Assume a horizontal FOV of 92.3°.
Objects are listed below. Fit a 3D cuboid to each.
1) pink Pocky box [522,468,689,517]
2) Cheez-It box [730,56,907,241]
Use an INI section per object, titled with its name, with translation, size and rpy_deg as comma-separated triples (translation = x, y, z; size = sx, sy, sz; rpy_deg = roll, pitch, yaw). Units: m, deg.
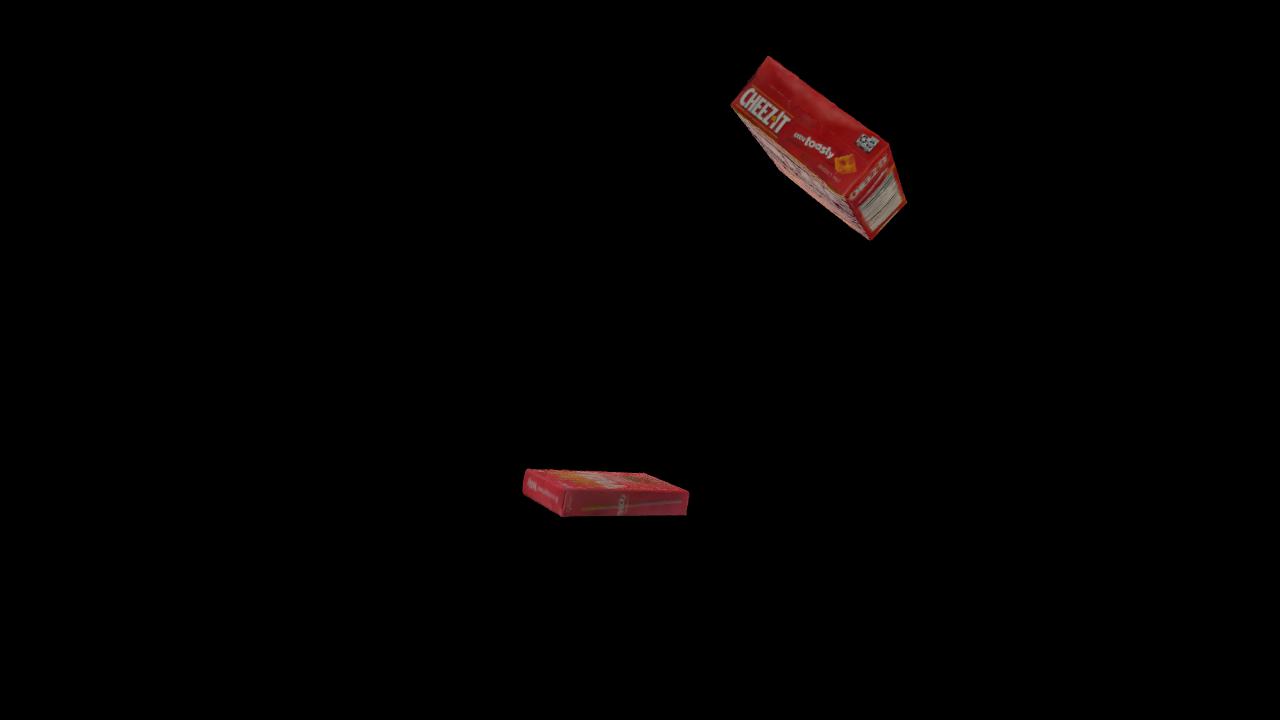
[pink Pocky box]
translation = -0.033, 0.136, 0.630
size = 0.155, 0.029, 0.084
rpy_deg = 10, -1, -36
[Cheez-It box]
translation = 0.213, -0.231, 0.706
size = 0.166, 0.071, 0.223
rpy_deg = 46, 17, 20
